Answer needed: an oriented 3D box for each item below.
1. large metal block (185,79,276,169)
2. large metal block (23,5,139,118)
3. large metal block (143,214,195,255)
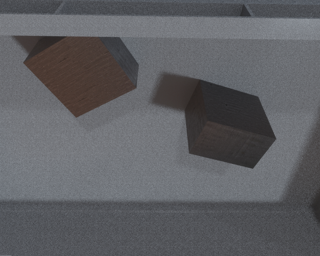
[{"bbox_3d":[0.079,-0.006,0.369,0.081,0.080,0.050,14,129,-12],"label":"large metal block"},{"bbox_3d":[-0.080,-0.069,0.333,0.080,0.050,0.080,-24,127,18],"label":"large metal block"},{"bbox_3d":[0.018,0.208,0.573,0.080,0.050,0.080,-9,130,7],"label":"large metal block"}]
